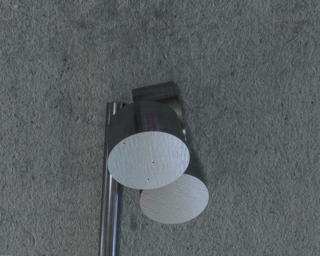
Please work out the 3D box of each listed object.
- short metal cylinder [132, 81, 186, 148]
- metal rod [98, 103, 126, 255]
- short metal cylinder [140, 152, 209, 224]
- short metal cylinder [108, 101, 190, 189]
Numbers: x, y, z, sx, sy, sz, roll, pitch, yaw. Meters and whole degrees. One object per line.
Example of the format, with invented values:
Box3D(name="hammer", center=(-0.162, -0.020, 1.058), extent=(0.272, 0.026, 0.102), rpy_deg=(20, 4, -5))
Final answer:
Box3D(name="short metal cylinder", center=(-0.001, -0.014, 0.382), extent=(0.050, 0.080, 0.080), rpy_deg=(-12, 90, 0))
Box3D(name="metal rod", center=(-0.066, 0.116, 0.409), extent=(0.025, 0.025, 0.298), rpy_deg=(3, 90, 0))
Box3D(name="short metal cylinder", center=(0.015, 0.071, 0.381), extent=(0.081, 0.050, 0.079), rpy_deg=(-2, 121, -4))
Box3D(name="short metal cylinder", center=(-0.014, 0.018, 0.322), extent=(0.081, 0.050, 0.079), rpy_deg=(-5, 129, -6))
